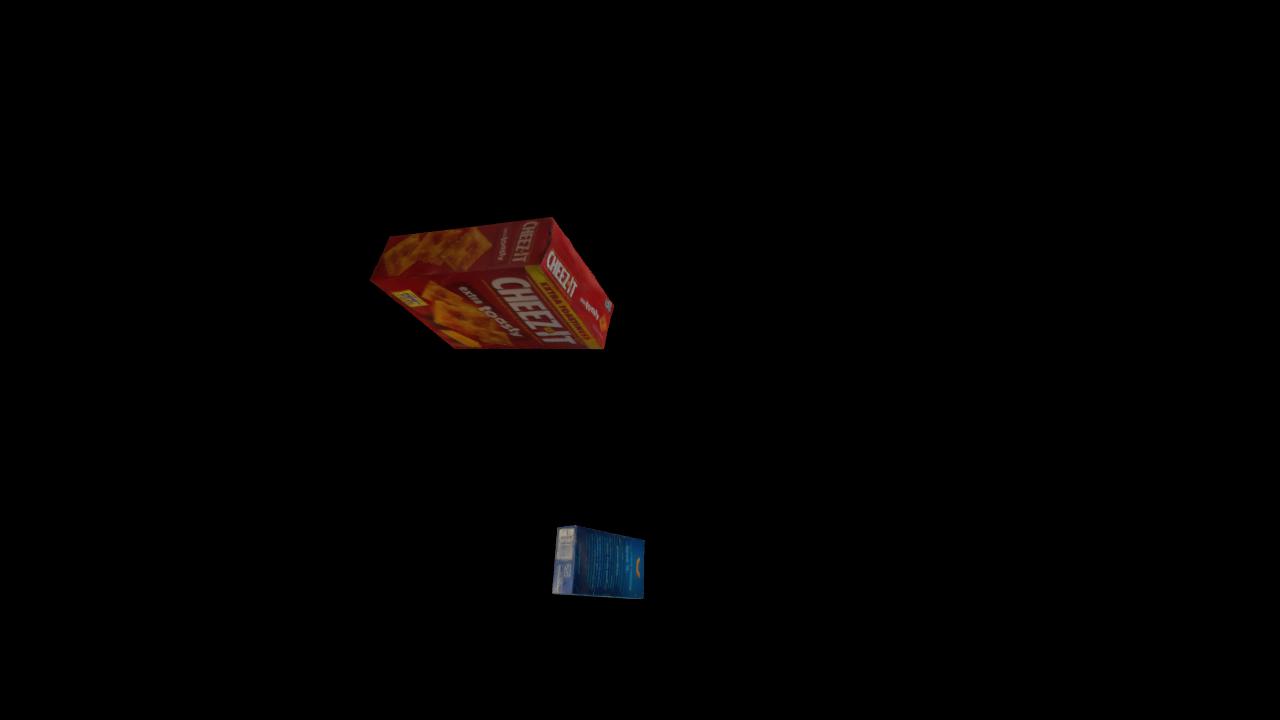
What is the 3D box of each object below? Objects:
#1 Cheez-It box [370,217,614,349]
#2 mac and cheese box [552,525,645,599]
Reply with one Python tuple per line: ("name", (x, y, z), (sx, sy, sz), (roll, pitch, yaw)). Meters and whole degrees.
("Cheez-It box", (-0.163, -0.077, 0.708), (0.223, 0.071, 0.166), (0, -28, 22))
("mac and cheese box", (-0.056, 0.306, 0.919), (0.041, 0.093, 0.184), (-14, -28, 29))
